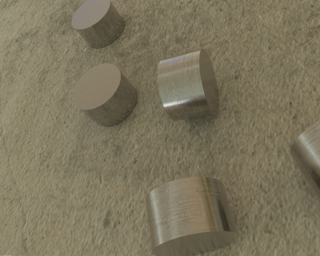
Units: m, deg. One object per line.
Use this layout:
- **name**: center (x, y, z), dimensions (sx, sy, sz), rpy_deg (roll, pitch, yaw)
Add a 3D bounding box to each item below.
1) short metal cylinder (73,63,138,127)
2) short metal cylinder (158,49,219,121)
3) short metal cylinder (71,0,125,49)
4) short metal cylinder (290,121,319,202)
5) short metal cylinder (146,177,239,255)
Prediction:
- **short metal cylinder**: center (-0.080, -0.048, 0.458), dimensions (0.080, 0.050, 0.080), rpy_deg (-13, 56, 20)
- **short metal cylinder**: center (0.037, -0.052, 0.380), dimensions (0.050, 0.080, 0.080), rpy_deg (-10, 58, 23)
- **short metal cylinder**: center (-0.111, -0.191, 0.561), dimensions (0.080, 0.050, 0.080), rpy_deg (-13, 56, 20)
- **short metal cylinder**: center (0.163, 0.026, 0.267), dimensions (0.080, 0.080, 0.050), rpy_deg (-27, 53, 11)
- **short metal cylinder**: center (0.029, 0.088, 0.299), dimensions (0.080, 0.080, 0.050), rpy_deg (-21, 54, 15)
